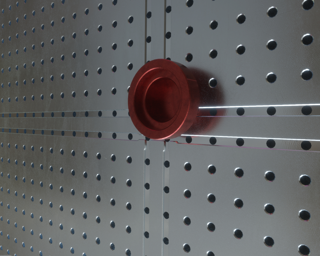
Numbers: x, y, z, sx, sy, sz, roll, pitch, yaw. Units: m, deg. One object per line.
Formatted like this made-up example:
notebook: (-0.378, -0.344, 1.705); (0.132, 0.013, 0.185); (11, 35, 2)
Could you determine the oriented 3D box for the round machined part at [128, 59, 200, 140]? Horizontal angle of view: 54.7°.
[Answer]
round machined part: (0.009, -0.035, 0.389); (0.098, 0.042, 0.097); (0, 90, 39)
